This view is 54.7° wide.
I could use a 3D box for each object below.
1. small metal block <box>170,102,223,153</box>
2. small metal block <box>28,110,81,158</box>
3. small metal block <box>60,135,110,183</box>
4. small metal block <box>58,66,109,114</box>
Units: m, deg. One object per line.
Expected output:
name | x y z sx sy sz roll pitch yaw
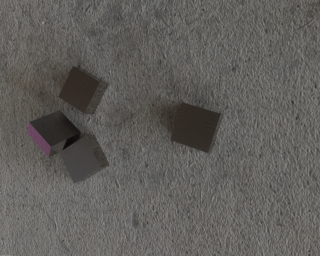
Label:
small metal block | 0.047 -0.001 0.392 0.050 0.025 0.050 19 96 19
small metal block | -0.152 0.007 0.446 0.050 0.050 0.025 44 134 15
small metal block | -0.109 0.045 0.447 0.050 0.025 0.050 -31 80 17
small metal block | -0.110 -0.054 0.448 0.050 0.025 0.050 32 100 17
